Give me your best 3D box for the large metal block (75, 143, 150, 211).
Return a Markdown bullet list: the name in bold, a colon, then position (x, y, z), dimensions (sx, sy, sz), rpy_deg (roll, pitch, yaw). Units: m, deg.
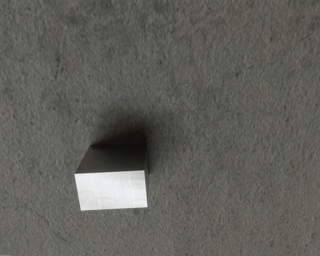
- **large metal block**: position (-0.057, 0.060, 0.402), dimensions (0.080, 0.080, 0.050), rpy_deg (-3, 110, 1)
